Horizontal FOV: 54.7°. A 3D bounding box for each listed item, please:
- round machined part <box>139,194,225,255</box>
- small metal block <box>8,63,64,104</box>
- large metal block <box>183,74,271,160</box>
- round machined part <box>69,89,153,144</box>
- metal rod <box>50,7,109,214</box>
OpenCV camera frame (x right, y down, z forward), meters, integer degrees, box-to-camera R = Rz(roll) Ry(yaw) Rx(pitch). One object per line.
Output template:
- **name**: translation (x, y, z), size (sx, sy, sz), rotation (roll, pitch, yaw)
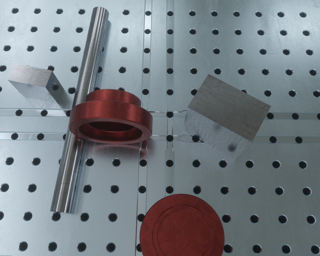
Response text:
- **round machined part**: translation (0.025, 0.125, 0.357), size (0.099, 0.042, 0.098), rotation (0, 70, 0)
- **small metal block**: translation (-0.166, -0.059, 0.419), size (0.050, 0.050, 0.025), rotation (12, 71, 4)
- **large metal block**: translation (0.078, -0.011, 0.387), size (0.080, 0.080, 0.050), rotation (30, 73, 10)
- **round machined part**: translation (-0.058, -0.014, 0.378), size (0.099, 0.098, 0.042), rotation (1, 70, 0)
- **metal rod**: translation (-0.105, -0.038, 0.424), size (0.025, 0.025, 0.299), rotation (5, 70, 2)
